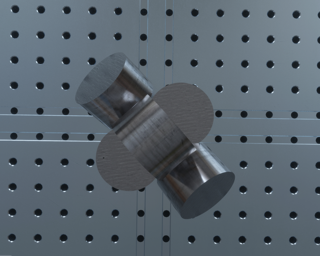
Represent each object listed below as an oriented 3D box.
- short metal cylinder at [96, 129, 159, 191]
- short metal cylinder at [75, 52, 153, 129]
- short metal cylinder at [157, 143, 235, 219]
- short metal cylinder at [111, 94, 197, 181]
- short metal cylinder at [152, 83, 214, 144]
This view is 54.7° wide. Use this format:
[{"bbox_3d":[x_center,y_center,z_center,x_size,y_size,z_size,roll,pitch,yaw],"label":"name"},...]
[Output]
[{"bbox_3d":[-0.037,0.037,0.400,0.081,0.050,0.079,0,90,-1],"label":"short metal cylinder"},{"bbox_3d":[-0.056,-0.045,0.378,0.080,0.080,0.050,-46,125,0],"label":"short metal cylinder"},{"bbox_3d":[0.044,0.065,0.379,0.080,0.080,0.050,-41,55,0],"label":"short metal cylinder"},{"bbox_3d":[-0.006,0.010,0.334,0.050,0.080,0.080,-41,91,0],"label":"short metal cylinder"},{"bbox_3d":[0.025,-0.016,0.400,0.081,0.050,0.079,0,90,-1],"label":"short metal cylinder"}]
